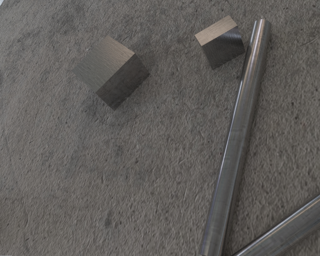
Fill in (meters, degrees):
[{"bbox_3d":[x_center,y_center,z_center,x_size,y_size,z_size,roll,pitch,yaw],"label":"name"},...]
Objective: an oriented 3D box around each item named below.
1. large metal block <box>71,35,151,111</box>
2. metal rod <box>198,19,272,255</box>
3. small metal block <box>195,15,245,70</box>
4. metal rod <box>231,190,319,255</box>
[{"bbox_3d":[-0.076,-0.086,0.481,0.080,0.050,0.080,-46,51,-4],"label":"large metal block"},{"bbox_3d":[0.093,-0.005,0.358,0.025,0.025,0.300,5,64,30],"label":"metal rod"},{"bbox_3d":[0.081,-0.113,0.415,0.050,0.050,0.025,-29,52,10],"label":"small metal block"},{"bbox_3d":[0.124,0.090,0.283,0.300,0.025,0.025,-37,51,2],"label":"metal rod"}]
